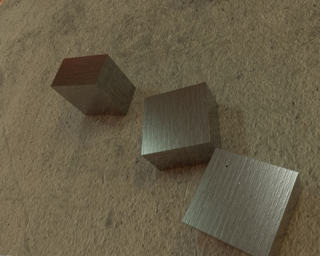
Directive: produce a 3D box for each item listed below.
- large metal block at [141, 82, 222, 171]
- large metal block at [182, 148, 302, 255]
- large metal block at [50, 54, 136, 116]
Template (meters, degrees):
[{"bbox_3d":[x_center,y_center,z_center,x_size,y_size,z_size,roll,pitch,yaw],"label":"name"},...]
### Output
[{"bbox_3d":[0.027,0.000,0.374,0.080,0.050,0.080,-12,56,21],"label":"large metal block"},{"bbox_3d":[0.081,0.075,0.299,0.080,0.050,0.080,16,70,34],"label":"large metal block"},{"bbox_3d":[-0.095,-0.060,0.456,0.080,0.080,0.050,2,63,29],"label":"large metal block"}]
